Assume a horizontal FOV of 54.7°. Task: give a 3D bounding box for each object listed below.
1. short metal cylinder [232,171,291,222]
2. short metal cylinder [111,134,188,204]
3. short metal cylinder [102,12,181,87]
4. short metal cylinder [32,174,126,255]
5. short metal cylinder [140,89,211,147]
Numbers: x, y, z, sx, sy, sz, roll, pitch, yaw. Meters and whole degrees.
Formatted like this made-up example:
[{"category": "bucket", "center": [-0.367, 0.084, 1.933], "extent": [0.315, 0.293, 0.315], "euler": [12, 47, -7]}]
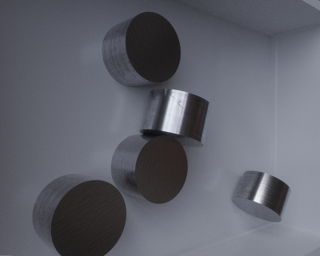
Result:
[{"category": "short metal cylinder", "center": [0.167, 0.113, 0.511], "extent": [0.080, 0.080, 0.050], "euler": [44, 64, -31]}, {"category": "short metal cylinder", "center": [-0.012, 0.048, 0.380], "extent": [0.081, 0.050, 0.080], "euler": [0, 91, -40]}, {"category": "short metal cylinder", "center": [-0.022, -0.092, 0.372], "extent": [0.081, 0.050, 0.080], "euler": [0, 90, -40]}, {"category": "short metal cylinder", "center": [-0.083, 0.091, 0.321], "extent": [0.081, 0.050, 0.080], "euler": [0, 90, -40]}, {"category": "short metal cylinder", "center": [0.020, -0.011, 0.387], "extent": [0.080, 0.080, 0.050], "euler": [22, 76, -38]}]
